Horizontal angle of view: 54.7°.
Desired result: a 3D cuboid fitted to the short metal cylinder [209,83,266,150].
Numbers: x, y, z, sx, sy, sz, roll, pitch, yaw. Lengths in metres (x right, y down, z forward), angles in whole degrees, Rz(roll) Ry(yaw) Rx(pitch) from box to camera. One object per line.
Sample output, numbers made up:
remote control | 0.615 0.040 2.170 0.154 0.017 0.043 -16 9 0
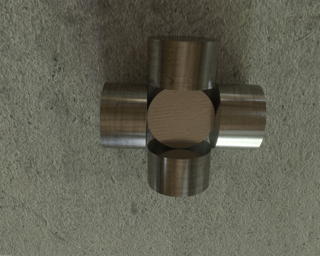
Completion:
short metal cylinder | 0.091 -0.014 0.378 0.050 0.080 0.079 2 110 -1

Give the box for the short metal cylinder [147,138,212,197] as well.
short metal cylinder | 0.024 0.046 0.399 0.081 0.080 0.050 0 110 -1

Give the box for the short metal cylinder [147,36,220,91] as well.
short metal cylinder | 0.025 -0.076 0.353 0.081 0.080 0.050 2 111 -1

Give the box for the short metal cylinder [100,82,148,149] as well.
short metal cylinder | -0.041 -0.015 0.376 0.050 0.080 0.079 2 110 -1

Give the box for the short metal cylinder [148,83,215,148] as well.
short metal cylinder | 0.025 -0.021 0.391 0.081 0.050 0.079 0 110 -1
